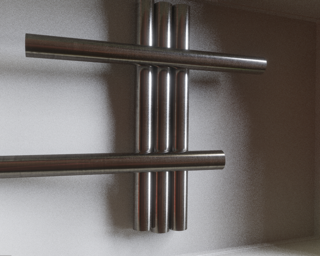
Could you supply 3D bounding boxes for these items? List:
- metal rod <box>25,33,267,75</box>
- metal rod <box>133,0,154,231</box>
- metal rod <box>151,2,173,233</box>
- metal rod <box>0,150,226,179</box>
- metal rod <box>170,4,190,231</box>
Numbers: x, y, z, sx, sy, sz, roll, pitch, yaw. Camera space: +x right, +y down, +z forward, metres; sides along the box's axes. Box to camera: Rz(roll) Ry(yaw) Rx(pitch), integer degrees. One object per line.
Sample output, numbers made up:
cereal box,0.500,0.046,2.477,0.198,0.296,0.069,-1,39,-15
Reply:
metal rod,-0.001,-0.088,0.382,0.302,0.025,0.025,0,90,-20
metal rod,-0.021,-0.019,0.402,0.025,0.025,0.298,1,90,-20
metal rod,0.002,-0.014,0.410,0.025,0.025,0.298,1,90,-20
metal rod,-0.068,0.042,0.365,0.302,0.025,0.025,0,90,-13
metal rod,0.026,-0.014,0.418,0.025,0.025,0.298,1,90,-20
